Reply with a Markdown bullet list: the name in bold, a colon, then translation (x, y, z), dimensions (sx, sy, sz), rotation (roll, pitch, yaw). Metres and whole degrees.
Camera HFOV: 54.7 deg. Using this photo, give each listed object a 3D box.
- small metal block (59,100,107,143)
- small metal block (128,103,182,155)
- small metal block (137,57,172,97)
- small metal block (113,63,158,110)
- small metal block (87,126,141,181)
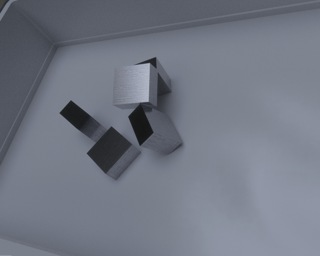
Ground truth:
- **small metal block**: translation (-0.111, -0.008, 0.453), dimensions (0.050, 0.050, 0.025), rotation (34, 81, 38)
- **small metal block**: translation (-0.006, 0.002, 0.388), dimensions (0.025, 0.050, 0.050), rotation (-45, 48, 24)
- **small metal block**: translation (-0.017, -0.068, 0.440), dimensions (0.050, 0.050, 0.025), rotation (-16, 55, 19)
- **small metal block**: translation (-0.031, -0.052, 0.399), dimensions (0.050, 0.025, 0.050), rotation (-3, 78, 22)
- **small metal block**: translation (-0.062, 0.034, 0.418), dimensions (0.050, 0.025, 0.050), rotation (-48, 51, -6)
